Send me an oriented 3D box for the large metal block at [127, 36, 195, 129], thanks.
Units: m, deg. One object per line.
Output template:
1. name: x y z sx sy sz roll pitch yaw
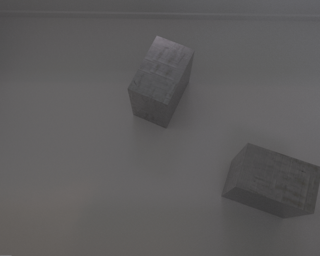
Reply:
1. large metal block: 0.002 -0.056 0.401 0.050 0.080 0.080 23 72 8

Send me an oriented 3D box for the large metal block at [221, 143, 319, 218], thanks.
1. large metal block: 0.124 0.064 0.358 0.080 0.080 0.050 19 71 6
